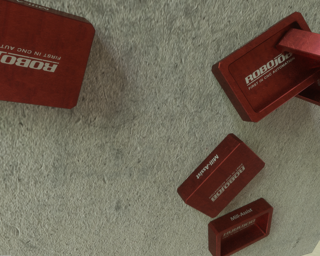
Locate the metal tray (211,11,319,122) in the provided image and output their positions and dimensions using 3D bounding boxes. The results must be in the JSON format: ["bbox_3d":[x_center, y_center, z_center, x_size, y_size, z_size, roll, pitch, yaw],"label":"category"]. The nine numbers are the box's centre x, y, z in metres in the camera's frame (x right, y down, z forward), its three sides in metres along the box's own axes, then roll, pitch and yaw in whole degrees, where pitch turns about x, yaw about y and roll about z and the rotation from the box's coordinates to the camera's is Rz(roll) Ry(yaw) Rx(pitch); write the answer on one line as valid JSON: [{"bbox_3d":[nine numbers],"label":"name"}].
[{"bbox_3d":[0.145,-0.078,0.406,0.130,0.030,0.090,-34,97,-6],"label":"metal tray"}]

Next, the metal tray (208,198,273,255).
[{"bbox_3d":[0.159,0.201,0.614,0.131,0.030,0.089,-19,126,-18],"label":"metal tray"}]

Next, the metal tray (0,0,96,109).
[{"bbox_3d":[-0.136,-0.071,0.285,0.131,0.030,0.089,6,115,-31],"label":"metal tray"}]

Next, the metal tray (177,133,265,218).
[{"bbox_3d":[0.102,0.081,0.509,0.130,0.030,0.090,-48,129,5],"label":"metal tray"}]

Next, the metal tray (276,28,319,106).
[{"bbox_3d":[0.218,-0.074,0.422,0.030,0.090,0.130,-53,139,-4],"label":"metal tray"}]
